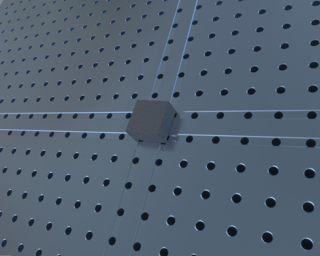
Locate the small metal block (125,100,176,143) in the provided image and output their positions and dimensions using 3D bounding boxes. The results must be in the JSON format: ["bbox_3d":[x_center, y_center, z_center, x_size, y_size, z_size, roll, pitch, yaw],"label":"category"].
[{"bbox_3d":[-0.012,-0.010,0.419,0.050,0.025,0.050,5,64,30],"label":"small metal block"}]
